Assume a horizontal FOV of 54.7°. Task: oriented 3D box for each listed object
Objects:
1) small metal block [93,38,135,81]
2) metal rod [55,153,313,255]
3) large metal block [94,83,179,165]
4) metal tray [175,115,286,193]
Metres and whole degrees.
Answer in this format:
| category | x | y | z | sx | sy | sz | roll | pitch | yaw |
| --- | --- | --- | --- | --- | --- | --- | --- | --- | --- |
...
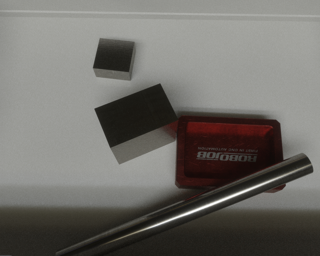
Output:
| category | x | y | z | sx | sy | sz | roll | pitch | yaw |
| --- | --- | --- | --- | --- | --- | --- | --- | --- | --- |
| small metal block | -0.064 | -0.098 | 0.445 | 0.050 | 0.025 | 0.050 | 7 | 70 | 2 |
| metal rod | 0.027 | 0.096 | 0.353 | 0.301 | 0.025 | 0.025 | -22 | 72 | 0 |
| large metal block | -0.027 | -0.002 | 0.381 | 0.080 | 0.080 | 0.050 | -22 | 72 | -8 |
| metal tray | 0.086 | 0.033 | 0.395 | 0.131 | 0.030 | 0.090 | 3 | 70 | 0 |
